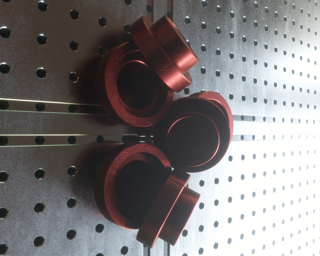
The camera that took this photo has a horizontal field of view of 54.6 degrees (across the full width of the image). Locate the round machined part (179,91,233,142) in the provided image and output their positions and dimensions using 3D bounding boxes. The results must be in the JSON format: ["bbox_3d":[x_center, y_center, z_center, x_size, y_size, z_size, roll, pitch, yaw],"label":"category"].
[{"bbox_3d":[0.058,-0.003,0.445,0.099,0.042,0.097,0,90,-40],"label":"round machined part"}]

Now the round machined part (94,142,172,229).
[{"bbox_3d":[-0.035,0.065,0.368,0.099,0.042,0.097,0,90,-40],"label":"round machined part"}]

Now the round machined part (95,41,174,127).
[{"bbox_3d":[-0.033,-0.050,0.368,0.099,0.042,0.097,0,90,-40],"label":"round machined part"}]

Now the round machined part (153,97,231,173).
[{"bbox_3d":[0.039,0.010,0.390,0.042,0.098,0.097,-56,136,-77],"label":"round machined part"}]

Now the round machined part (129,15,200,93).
[{"bbox_3d":[0.011,-0.094,0.370,0.098,0.042,0.098,49,17,-20],"label":"round machined part"}]

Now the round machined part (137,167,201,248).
[{"bbox_3d":[0.015,0.100,0.372,0.042,0.098,0.098,28,71,11],"label":"round machined part"}]
